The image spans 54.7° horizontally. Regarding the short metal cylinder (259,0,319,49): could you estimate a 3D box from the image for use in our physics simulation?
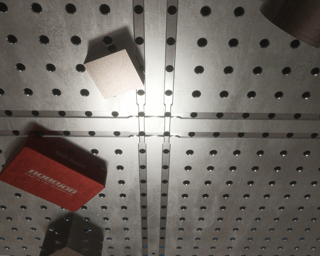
[{"bbox_3d":[0.140,-0.114,0.281,0.081,0.080,0.050,17,128,-14],"label":"short metal cylinder"}]

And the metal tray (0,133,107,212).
[{"bbox_3d":[-0.158,0.071,0.467,0.130,0.030,0.090,34,122,-26],"label":"metal tray"}]

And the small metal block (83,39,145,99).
[{"bbox_3d":[-0.051,-0.066,0.355,0.050,0.025,0.050,-17,129,13],"label":"small metal block"}]

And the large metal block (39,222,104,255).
[{"bbox_3d":[-0.168,0.232,0.591,0.080,0.050,0.080,-32,124,24],"label":"large metal block"}]
